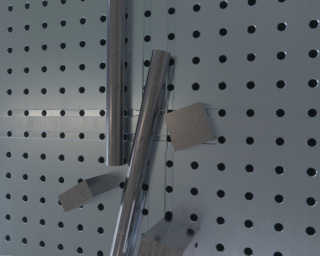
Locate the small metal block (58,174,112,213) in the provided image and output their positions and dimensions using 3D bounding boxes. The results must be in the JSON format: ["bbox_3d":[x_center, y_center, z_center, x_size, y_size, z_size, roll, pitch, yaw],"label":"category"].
[{"bbox_3d":[-0.105,0.091,0.436,0.050,0.050,0.025,-32,80,17],"label":"small metal block"}]

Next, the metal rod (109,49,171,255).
[{"bbox_3d":[-0.029,0.044,0.422,0.025,0.025,0.298,14,95,19],"label":"metal rod"}]

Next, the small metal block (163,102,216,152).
[{"bbox_3d":[0.038,-0.001,0.399,0.050,0.025,0.050,-19,84,19],"label":"small metal block"}]

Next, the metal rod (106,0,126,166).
[{"bbox_3d":[-0.062,-0.097,0.434,0.025,0.025,0.298,1,90,20],"label":"metal rod"}]

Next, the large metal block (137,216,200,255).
[{"bbox_3d":[0.008,0.165,0.381,0.050,0.080,0.080,14,95,19],"label":"large metal block"}]
